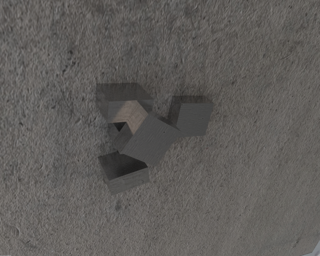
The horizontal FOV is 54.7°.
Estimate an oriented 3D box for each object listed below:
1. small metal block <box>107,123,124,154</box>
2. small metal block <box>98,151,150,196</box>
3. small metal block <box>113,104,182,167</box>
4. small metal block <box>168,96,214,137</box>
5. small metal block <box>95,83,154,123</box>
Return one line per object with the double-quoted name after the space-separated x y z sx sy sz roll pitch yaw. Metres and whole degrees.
-0.032 0.005 0.376 0.050 0.050 0.025 -7 121 -25 "small metal block"
-0.047 0.053 0.398 0.050 0.050 0.025 -17 125 -19 "small metal block"
-0.014 0.009 0.340 0.050 0.025 0.050 28 103 -38 "small metal block"
0.040 -0.016 0.418 0.050 0.025 0.050 -3 120 -27 "small metal block"
-0.041 -0.030 0.349 0.050 0.050 0.025 -5 121 -26 "small metal block"
